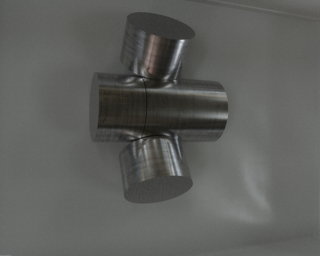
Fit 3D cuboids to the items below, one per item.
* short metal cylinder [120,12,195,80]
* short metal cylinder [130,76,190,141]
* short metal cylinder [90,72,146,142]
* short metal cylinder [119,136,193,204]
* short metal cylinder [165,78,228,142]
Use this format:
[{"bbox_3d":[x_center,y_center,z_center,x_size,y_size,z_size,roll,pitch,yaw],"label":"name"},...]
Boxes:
[{"bbox_3d":[-0.004,-0.099,0.370,0.081,0.080,0.050,2,127,-20],"label":"short metal cylinder"},{"bbox_3d":[-0.004,-0.022,0.378,0.050,0.080,0.080,1,90,-20],"label":"short metal cylinder"},{"bbox_3d":[-0.052,-0.023,0.361,0.050,0.080,0.080,1,90,-20],"label":"short metal cylinder"},{"bbox_3d":[-0.006,0.052,0.370,0.081,0.080,0.050,0,56,-20],"label":"short metal cylinder"},{"bbox_3d":[0.044,-0.022,0.396,0.050,0.080,0.080,1,90,-20],"label":"short metal cylinder"}]
